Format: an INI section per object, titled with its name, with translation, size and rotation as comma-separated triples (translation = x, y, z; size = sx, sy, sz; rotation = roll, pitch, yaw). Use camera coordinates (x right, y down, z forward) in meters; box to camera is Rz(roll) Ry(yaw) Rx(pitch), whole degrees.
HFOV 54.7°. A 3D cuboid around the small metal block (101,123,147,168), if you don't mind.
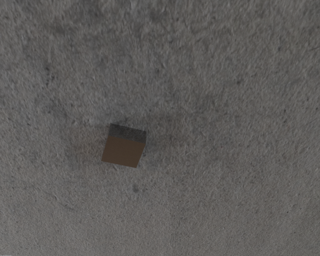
[small metal block]
translation = -0.050, 0.025, 0.428
size = 0.050, 0.025, 0.050
rotation = 13, 129, -12
